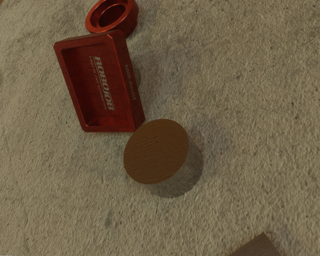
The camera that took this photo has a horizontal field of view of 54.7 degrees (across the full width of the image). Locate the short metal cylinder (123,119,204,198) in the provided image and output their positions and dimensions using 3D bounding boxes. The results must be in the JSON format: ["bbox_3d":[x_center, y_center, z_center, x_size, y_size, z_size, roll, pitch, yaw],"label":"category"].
[{"bbox_3d":[0.005,0.036,0.363,0.080,0.050,0.080,-13,56,21],"label":"short metal cylinder"}]

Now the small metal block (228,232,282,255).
[{"bbox_3d":[0.090,0.131,0.277,0.050,0.025,0.050,-36,51,4],"label":"small metal block"}]

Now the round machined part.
[{"bbox_3d":[-0.081,-0.193,0.554,0.098,0.042,0.098,-13,56,21],"label":"round machined part"}]

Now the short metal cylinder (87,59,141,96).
[{"bbox_3d":[-0.076,-0.081,0.478,0.080,0.050,0.080,-13,56,21],"label":"short metal cylinder"}]

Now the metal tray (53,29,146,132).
[{"bbox_3d":[-0.078,-0.058,0.414,0.090,0.129,0.030,-1,27,25],"label":"metal tray"}]
